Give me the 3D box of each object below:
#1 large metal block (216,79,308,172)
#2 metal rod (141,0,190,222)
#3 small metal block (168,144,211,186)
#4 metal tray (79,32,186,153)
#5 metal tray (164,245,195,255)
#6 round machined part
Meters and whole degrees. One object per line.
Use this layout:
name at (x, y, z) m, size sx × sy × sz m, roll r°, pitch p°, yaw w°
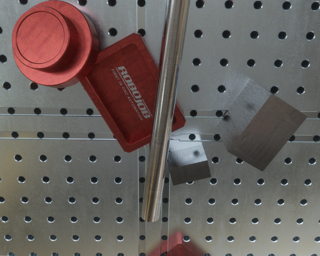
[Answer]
large metal block at (0.119, -0.007, 0.383) m, size 0.050 × 0.080 × 0.080 m, roll 30°, pitch 107°, yaw -11°
metal rod at (0.004, -0.018, 0.374) m, size 0.025 × 0.025 × 0.298 m, roll 6°, pitch 110°, yaw -3°
small metal block at (0.038, 0.049, 0.419) m, size 0.050 × 0.050 × 0.025 m, roll -14°, pitch 110°, yaw 4°
metal tray at (-0.035, -0.043, 0.394) m, size 0.090 × 0.030 × 0.130 m, roll -27°, pitch 108°, yaw 9°
metal tray at (0.017, 0.261, 0.507) m, size 0.130 × 0.030 × 0.090 m, roll -43°, pitch 105°, yaw 13°
round machined part at (-0.124, -0.096, 0.349) m, size 0.098 × 0.042 × 0.097 m, roll 0°, pitch 90°, yaw 11°
